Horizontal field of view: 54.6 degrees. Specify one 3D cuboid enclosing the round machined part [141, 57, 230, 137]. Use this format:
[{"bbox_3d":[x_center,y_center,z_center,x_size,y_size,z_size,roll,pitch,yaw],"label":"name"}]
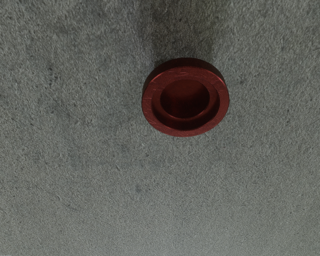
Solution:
[{"bbox_3d":[0.029,-0.039,0.363,0.099,0.042,0.097,0,130,0],"label":"round machined part"}]
